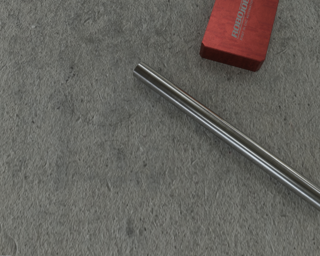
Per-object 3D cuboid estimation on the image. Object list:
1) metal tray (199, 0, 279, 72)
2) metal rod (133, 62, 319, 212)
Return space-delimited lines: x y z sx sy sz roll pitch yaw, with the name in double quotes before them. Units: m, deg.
"metal tray" 0.120 -0.156 0.463 0.090 0.030 0.130 17 71 6
"metal rod" 0.087 0.005 0.406 0.300 0.025 0.025 37 74 12
